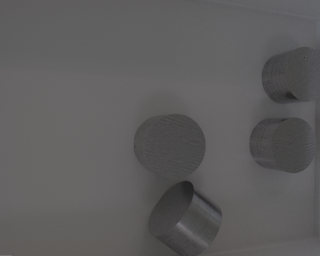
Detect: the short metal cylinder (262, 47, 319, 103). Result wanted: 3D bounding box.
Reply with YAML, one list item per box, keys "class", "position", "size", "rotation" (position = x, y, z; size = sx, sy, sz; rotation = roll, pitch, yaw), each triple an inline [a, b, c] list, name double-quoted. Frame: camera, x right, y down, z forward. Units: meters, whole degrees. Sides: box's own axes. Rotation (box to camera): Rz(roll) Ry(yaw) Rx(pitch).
- class: "short metal cylinder"
  position: [0.205, -0.078, 0.472]
  size: [0.081, 0.050, 0.080]
  rotation: [0, 90, -20]

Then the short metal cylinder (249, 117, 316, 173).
- class: "short metal cylinder"
  position: [0.183, 0.025, 0.465]
  size: [0.081, 0.050, 0.080]
  rotation: [0, 90, -20]

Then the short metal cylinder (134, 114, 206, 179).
- class: "short metal cylinder"
  position: [0.011, 0.022, 0.401]
  size: [0.081, 0.050, 0.080]
  rotation: [0, 90, -20]

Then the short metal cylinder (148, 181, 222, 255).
- class: "short metal cylinder"
  position: [0.031, 0.115, 0.393]
  size: [0.050, 0.080, 0.080]
  rotation: [42, 77, -16]
